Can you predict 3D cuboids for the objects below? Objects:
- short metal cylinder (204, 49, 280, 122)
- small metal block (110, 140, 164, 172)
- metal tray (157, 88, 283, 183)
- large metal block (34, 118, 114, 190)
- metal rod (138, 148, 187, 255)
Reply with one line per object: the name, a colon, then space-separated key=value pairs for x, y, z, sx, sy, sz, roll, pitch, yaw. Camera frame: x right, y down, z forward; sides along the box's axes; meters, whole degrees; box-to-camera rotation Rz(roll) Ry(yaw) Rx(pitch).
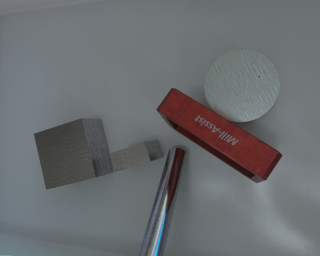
short metal cylinder: x=0.097 y=-0.046 z=0.363 sx=0.080 sy=0.050 sz=0.079 roll=0 pitch=90 yaw=19
small metal block: x=-0.029 y=0.036 z=0.407 sx=0.050 sy=0.050 sz=0.025 roll=-20 pitch=84 yaw=18
metal tray: x=0.064 y=0.011 z=0.350 sx=0.130 sy=0.090 sz=0.030 roll=34 pitch=87 yaw=16
large metal block: x=-0.121 y=0.036 z=0.438 sx=0.080 sy=0.050 sz=0.080 roll=-16 pitch=85 yaw=19
metal rod: x=-0.014 y=0.147 z=0.314 sx=0.025 sy=0.025 sz=0.300 roll=3 pitch=50 yaw=20
